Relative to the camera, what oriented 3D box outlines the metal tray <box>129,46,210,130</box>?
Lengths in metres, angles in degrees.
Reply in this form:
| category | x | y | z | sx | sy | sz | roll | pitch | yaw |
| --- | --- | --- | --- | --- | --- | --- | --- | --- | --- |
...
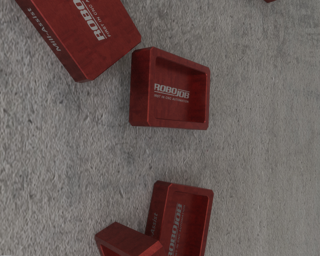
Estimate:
| category | x | y | z | sx | sy | sz | roll | pitch | yaw |
| --- | --- | --- | --- | --- | --- | --- | --- | --- | --- |
| metal tray | 0.018 | -0.044 | 0.400 | 0.131 | 0.030 | 0.089 | 4 | 88 | -51 |

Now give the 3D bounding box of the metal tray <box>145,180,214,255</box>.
| category | x | y | z | sx | sy | sz | roll | pitch | yaw |
| --- | --- | --- | --- | --- | --- | --- | --- | --- | --- |
| metal tray | 0.024 | 0.142 | 0.421 | 0.091 | 0.030 | 0.129 | 18 | 79 | -39 |

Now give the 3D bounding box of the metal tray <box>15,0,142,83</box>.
| category | x | y | z | sx | sy | sz | roll | pitch | yaw |
| --- | --- | --- | --- | --- | --- | --- | --- | --- | --- |
| metal tray | -0.087 | -0.125 | 0.328 | 0.090 | 0.030 | 0.130 | -48 | 118 | -29 |

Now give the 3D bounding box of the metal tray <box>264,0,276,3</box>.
| category | x | y | z | sx | sy | sz | roll | pitch | yaw |
| --- | --- | --- | --- | --- | --- | --- | --- | --- | --- |
| metal tray | 0.174 | -0.291 | 0.545 | 0.131 | 0.030 | 0.090 | 12 | 83 | -39 |

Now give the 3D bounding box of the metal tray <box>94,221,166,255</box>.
| category | x | y | z | sx | sy | sz | roll | pitch | yaw |
| --- | --- | --- | --- | --- | --- | --- | --- | --- | --- |
| metal tray | -0.021 | 0.177 | 0.345 | 0.030 | 0.090 | 0.129 | -26 | 106 | -37 |
